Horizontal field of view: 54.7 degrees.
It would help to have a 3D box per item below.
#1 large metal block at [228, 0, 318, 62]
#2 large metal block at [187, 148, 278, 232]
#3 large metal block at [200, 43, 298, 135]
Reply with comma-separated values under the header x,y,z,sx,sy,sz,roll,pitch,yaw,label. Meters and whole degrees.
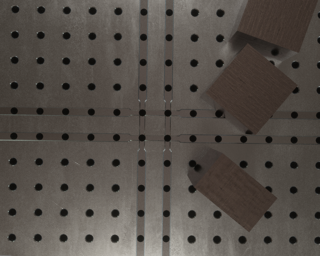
x,y,z,sx,sy,sz,roll,pitch,yaw,label
0.145,-0.143,0.403,0.080,0.050,0.080,20,90,-1,large metal block
0.085,0.072,0.387,0.080,0.080,0.050,40,90,-1,large metal block
0.112,-0.048,0.402,0.080,0.050,0.080,40,90,-1,large metal block
